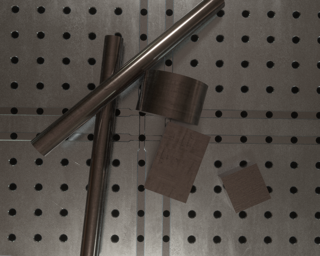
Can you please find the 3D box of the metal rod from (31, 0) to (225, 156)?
[{"bbox_3d":[-0.034,-0.073,0.392,0.301,0.025,0.025,-41,90,-9],"label":"metal rod"}]

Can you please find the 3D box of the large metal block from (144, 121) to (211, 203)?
[{"bbox_3d":[0.019,0.038,0.386,0.050,0.080,0.080,21,90,0],"label":"large metal block"}]

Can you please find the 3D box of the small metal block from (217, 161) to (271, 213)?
[{"bbox_3d":[0.112,0.078,0.415,0.050,0.025,0.050,-23,90,-1],"label":"small metal block"}]

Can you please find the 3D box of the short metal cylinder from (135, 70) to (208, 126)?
[{"bbox_3d":[0.015,-0.037,0.386,0.080,0.080,0.050,14,90,-1],"label":"short metal cylinder"}]

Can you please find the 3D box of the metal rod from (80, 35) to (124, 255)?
[{"bbox_3d":[-0.078,0.028,0.412,0.025,0.025,0.298,6,90,-1],"label":"metal rod"}]
